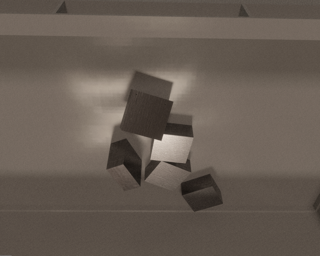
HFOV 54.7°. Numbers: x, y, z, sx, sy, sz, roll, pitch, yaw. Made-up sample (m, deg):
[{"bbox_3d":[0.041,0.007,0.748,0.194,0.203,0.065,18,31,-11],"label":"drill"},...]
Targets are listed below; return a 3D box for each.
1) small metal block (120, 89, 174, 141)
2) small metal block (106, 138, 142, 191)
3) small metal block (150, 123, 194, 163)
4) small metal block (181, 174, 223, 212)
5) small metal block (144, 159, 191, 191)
[{"bbox_3d":[-0.017,-0.016,0.380,0.050,0.025,0.050,16,94,-14],"label":"small metal block"},{"bbox_3d":[-0.049,0.052,0.436,0.025,0.050,0.050,-19,128,15],"label":"small metal block"},{"bbox_3d":[0.015,0.020,0.427,0.050,0.025,0.050,7,130,-6],"label":"small metal block"},{"bbox_3d":[0.068,0.106,0.500,0.050,0.025,0.050,-21,127,16],"label":"small metal block"},{"bbox_3d":[0.011,0.064,0.464,0.050,0.025,0.050,24,126,-20],"label":"small metal block"}]
